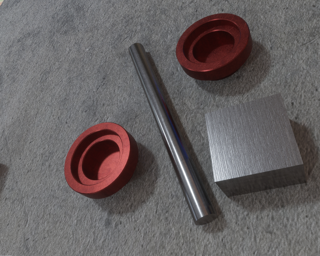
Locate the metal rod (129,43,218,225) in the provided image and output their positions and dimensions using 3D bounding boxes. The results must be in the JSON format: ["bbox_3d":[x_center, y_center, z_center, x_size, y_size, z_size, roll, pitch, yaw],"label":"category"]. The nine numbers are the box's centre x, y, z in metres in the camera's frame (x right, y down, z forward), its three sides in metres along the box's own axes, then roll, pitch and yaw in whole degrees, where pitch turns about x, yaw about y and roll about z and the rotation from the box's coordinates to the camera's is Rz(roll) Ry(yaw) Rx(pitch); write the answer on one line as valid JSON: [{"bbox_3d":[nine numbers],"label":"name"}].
[{"bbox_3d":[0.005,-0.016,0.411,0.025,0.025,0.299,-29,52,10],"label":"metal rod"}]

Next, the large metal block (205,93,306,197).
[{"bbox_3d":[0.098,0.020,0.325,0.080,0.050,0.080,-16,55,19],"label":"large metal block"}]

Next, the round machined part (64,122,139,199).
[{"bbox_3d":[-0.071,0.045,0.403,0.098,0.042,0.098,-13,56,21],"label":"round machined part"}]

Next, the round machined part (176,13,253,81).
[{"bbox_3d":[0.075,-0.103,0.417,0.098,0.042,0.098,-13,56,21],"label":"round machined part"}]
